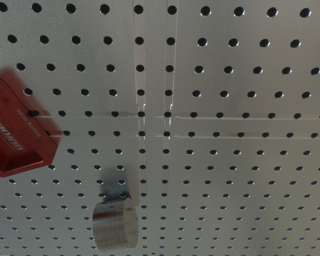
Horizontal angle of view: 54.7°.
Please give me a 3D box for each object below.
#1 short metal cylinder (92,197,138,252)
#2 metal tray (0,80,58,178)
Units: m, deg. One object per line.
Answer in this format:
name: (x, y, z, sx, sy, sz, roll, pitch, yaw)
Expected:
short metal cylinder: (-0.071, 0.159, 0.510, 0.050, 0.080, 0.080, -11, 129, 9)
metal tray: (-0.211, 0.006, 0.410, 0.090, 0.030, 0.130, -16, 129, 13)
